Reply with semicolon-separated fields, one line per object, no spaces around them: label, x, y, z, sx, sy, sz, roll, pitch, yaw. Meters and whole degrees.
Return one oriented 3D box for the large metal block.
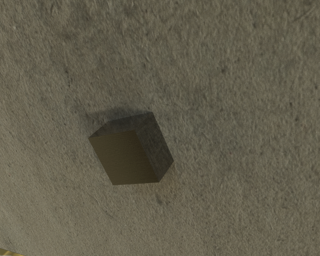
large metal block;-0.039;0.030;0.431;0.080;0.050;0.080;-10;113;32
